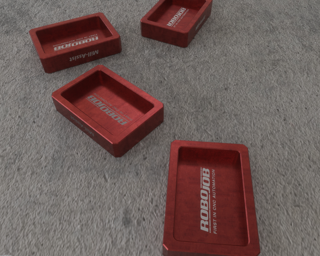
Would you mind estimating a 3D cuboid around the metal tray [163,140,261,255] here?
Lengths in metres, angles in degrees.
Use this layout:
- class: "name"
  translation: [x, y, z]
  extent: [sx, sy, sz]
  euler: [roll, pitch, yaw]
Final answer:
- class: "metal tray"
  translation: [0.053, 0.075, 0.336]
  extent: [0.091, 0.030, 0.130]
  euler: [4, 50, 3]

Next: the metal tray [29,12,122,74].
- class: "metal tray"
  translation: [-0.142, -0.146, 0.521]
  extent: [0.131, 0.030, 0.090]
  euler: [-21, 53, -17]

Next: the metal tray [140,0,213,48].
- class: "metal tray"
  translation: [0.033, -0.206, 0.572]
  extent: [0.090, 0.030, 0.130]
  euler: [20, 53, 16]

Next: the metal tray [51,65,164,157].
- class: "metal tray"
  translation: [-0.071, -0.028, 0.422]
  extent: [0.130, 0.030, 0.090]
  euler: [35, 58, 25]
